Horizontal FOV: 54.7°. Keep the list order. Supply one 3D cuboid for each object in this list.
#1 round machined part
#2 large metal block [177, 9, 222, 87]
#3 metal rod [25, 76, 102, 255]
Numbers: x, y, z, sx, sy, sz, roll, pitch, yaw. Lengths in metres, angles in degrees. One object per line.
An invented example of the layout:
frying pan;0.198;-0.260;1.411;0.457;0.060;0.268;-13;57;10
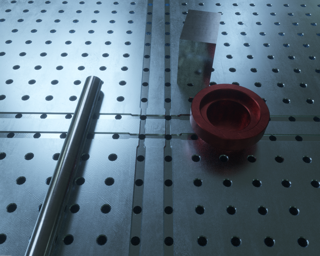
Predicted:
round machined part;0.089;-0.010;0.406;0.099;0.042;0.098;0;50;0
large metal block;0.060;-0.122;0.475;0.050;0.080;0.080;10;51;7
metal rod;-0.110;0.046;0.367;0.025;0.025;0.300;4;50;2
